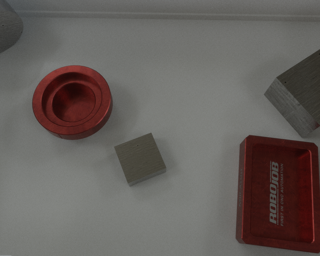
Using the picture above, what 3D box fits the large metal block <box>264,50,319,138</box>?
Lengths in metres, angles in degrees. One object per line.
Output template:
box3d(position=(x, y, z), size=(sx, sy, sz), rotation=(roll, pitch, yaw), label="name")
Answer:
box3d(position=(0.204, -0.046, 0.416), size=(0.080, 0.050, 0.080), rotation=(-32, 74, -11), label="large metal block")

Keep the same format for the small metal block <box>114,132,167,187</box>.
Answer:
box3d(position=(-0.025, 0.040, 0.395), size=(0.050, 0.025, 0.050), rotation=(-21, 72, -8), label="small metal block")

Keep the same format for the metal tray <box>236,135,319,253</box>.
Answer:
box3d(position=(0.144, 0.079, 0.379), size=(0.091, 0.030, 0.130), rotation=(7, 70, 2), label="metal tray")

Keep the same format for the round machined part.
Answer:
box3d(position=(-0.112, -0.030, 0.410), size=(0.099, 0.042, 0.098), rotation=(0, 70, -1), label="round machined part")

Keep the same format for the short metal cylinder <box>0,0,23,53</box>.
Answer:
box3d(position=(-0.241, -0.147, 0.429), size=(0.080, 0.080, 0.050), rotation=(-38, 80, -13), label="short metal cylinder")
